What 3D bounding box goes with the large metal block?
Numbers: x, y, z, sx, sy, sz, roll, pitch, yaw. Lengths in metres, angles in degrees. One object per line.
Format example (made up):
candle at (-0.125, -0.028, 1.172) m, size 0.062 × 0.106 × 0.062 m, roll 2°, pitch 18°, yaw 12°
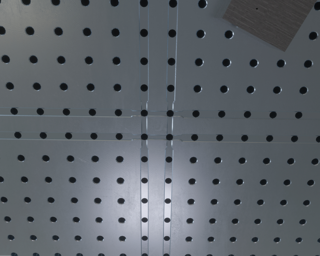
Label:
large metal block at (0.120, -0.143, 0.348) m, size 0.080 × 0.050 × 0.080 m, roll 25°, pitch 108°, yaw -9°
